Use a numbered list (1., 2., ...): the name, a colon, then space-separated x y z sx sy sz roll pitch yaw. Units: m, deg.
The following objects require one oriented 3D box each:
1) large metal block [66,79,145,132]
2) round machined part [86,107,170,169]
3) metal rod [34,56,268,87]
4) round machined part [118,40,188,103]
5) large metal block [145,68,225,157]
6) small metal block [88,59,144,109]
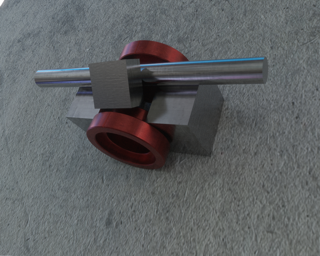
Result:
1. large metal block: -0.069 -0.029 0.424 0.050 0.080 0.080 5 64 30
2. round machined part: -0.034 0.008 0.371 0.098 0.098 0.042 5 59 30
3. metal rod: -0.034 -0.061 0.358 0.300 0.025 0.025 3 63 29
4. round machined part: -0.009 -0.065 0.404 0.098 0.098 0.042 4 65 30
5. large metal block: 0.034 -0.021 0.365 0.050 0.080 0.080 4 64 30
6. small metal block: -0.048 -0.048 0.340 0.050 0.025 0.050 1 103 30
